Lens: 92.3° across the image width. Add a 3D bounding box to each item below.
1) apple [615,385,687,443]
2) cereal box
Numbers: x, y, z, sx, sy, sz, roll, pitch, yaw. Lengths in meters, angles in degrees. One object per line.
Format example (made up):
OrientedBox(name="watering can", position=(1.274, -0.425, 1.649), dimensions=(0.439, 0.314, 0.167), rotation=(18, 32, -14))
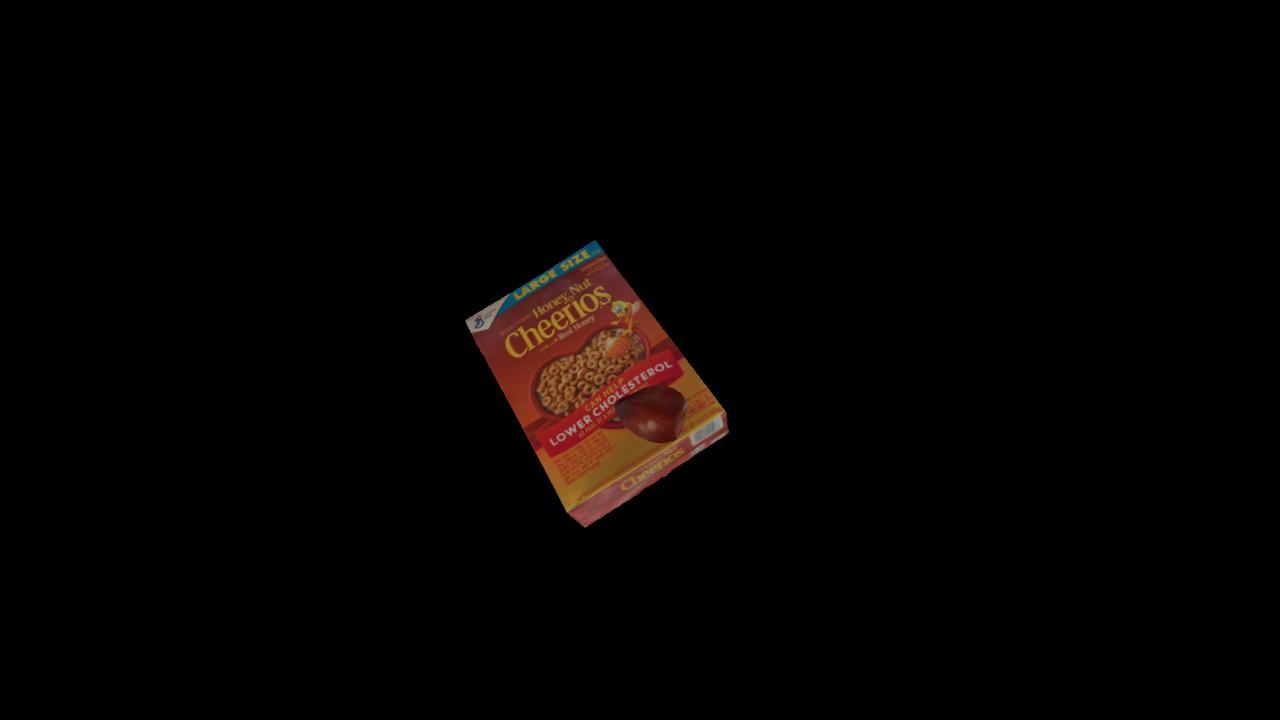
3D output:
OrientedBox(name="apple", position=(0.017, 0.065, 0.680), dimensions=(0.093, 0.079, 0.079), rotation=(4, 1, 19))
OrientedBox(name="cereal box", position=(-0.061, 0.015, 0.746), dimensions=(0.203, 0.306, 0.081), rotation=(-32, -30, -5))
